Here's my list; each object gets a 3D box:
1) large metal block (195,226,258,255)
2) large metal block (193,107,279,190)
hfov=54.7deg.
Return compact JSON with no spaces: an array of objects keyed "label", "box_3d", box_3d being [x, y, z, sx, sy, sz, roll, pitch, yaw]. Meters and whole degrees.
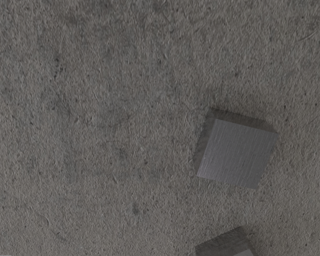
[{"label":"large metal block","box_3d":[0.110,0.211,0.475,0.080,0.050,0.080,-28,108,10]},{"label":"large metal block","box_3d":[0.095,0.026,0.407,0.080,0.050,0.079,14,110,-5]}]
